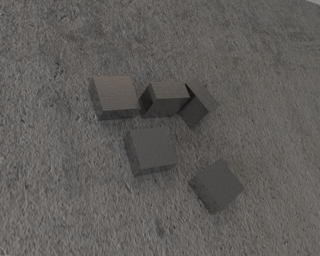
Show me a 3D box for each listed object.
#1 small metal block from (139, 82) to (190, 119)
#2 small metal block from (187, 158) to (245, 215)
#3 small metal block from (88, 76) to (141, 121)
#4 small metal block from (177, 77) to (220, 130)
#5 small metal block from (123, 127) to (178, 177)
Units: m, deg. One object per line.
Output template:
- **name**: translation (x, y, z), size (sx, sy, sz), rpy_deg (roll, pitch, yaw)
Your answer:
- **small metal block**: translation (0.003, -0.037, 0.412), size (0.050, 0.050, 0.025), rpy_deg (-6, 65, -31)
- **small metal block**: translation (0.072, 0.074, 0.397), size (0.050, 0.025, 0.050), rpy_deg (-29, 78, -37)
- **small metal block**: translation (-0.059, -0.038, 0.395), size (0.050, 0.025, 0.050), rpy_deg (-6, 65, -31)
- **small metal block**: translation (0.047, -0.034, 0.433), size (0.025, 0.050, 0.050), rpy_deg (-32, 80, -38)
- **small metal block**: translation (-0.012, 0.028, 0.380), size (0.050, 0.025, 0.050), rpy_deg (-5, 64, -31)
